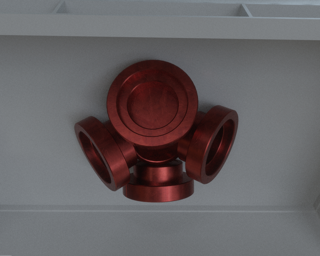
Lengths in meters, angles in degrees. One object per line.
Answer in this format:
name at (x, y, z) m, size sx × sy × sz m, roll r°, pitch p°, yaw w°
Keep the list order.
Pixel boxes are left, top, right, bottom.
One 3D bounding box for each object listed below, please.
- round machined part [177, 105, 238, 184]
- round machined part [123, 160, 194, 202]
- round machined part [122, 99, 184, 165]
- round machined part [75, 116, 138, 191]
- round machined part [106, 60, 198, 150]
round machined part at (0.057, 0.017, 0.388) m, size 0.042 × 0.099 × 0.097 m, roll 23°, pitch 137°, yaw 28°
round machined part at (-0.003, 0.067, 0.428) m, size 0.099 × 0.098 × 0.042 m, roll -1°, pitch 94°, yaw 0°
round machined part at (-0.004, 0.010, 0.404) m, size 0.099 × 0.042 × 0.097 m, roll -1°, pitch 130°, yaw 0°
round machined part at (-0.065, 0.028, 0.394) m, size 0.042 × 0.098 × 0.097 m, roll -31°, pitch 135°, yaw -24°
round machined part at (-0.007, -0.024, 0.351) m, size 0.099 × 0.098 × 0.042 m, roll -3°, pitch 168°, yaw 2°
